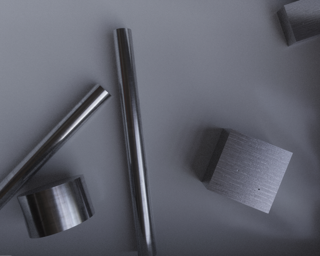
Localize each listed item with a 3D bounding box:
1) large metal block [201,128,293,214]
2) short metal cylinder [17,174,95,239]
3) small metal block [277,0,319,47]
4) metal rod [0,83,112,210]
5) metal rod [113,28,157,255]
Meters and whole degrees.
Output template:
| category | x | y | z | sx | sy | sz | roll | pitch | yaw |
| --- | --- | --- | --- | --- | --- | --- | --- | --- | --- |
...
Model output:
| category | x | y | z | sx | sy | sz | roll | pitch | yaw |
| --- | --- | --- | --- | --- | --- | --- | --- | --- | --- |
| large metal block | 0.109 | 0.052 | 0.400 | 0.080 | 0.050 | 0.080 | 22 | 90 | -1 |
| short metal cylinder | -0.127 | 0.094 | 0.382 | 0.080 | 0.080 | 0.050 | -17 | 90 | 0 |
| small metal block | 0.193 | -0.143 | 0.414 | 0.050 | 0.025 | 0.050 | -19 | 90 | -1 |
| metal rod | -0.178 | 0.056 | 0.409 | 0.025 | 0.025 | 0.300 | 44 | 90 | -1 |
| metal rod | -0.033 | 0.020 | 0.410 | 0.025 | 0.025 | 0.298 | -6 | 90 | 0 |
